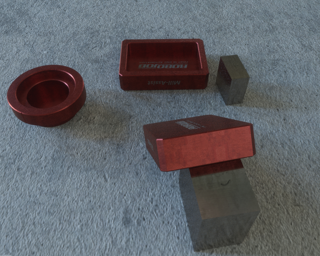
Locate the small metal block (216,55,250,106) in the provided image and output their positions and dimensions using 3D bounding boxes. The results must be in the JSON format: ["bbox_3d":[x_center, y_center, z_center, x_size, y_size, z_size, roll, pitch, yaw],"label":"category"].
[{"bbox_3d":[0.103,-0.069,0.445,0.025,0.050,0.050,-8,51,-7],"label":"small metal block"}]

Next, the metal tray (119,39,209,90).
[{"bbox_3d":[0.005,-0.101,0.484,0.131,0.030,0.090,-1,50,-1],"label":"metal tray"}]

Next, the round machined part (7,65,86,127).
[{"bbox_3d":[-0.150,-0.039,0.424,0.099,0.042,0.098,0,50,0],"label":"round machined part"}]

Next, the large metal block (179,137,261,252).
[{"bbox_3d":[0.053,0.067,0.311,0.050,0.080,0.080,-7,51,-6],"label":"large metal block"}]

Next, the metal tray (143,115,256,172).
[{"bbox_3d":[0.034,0.011,0.339,0.091,0.030,0.130,-9,8,-8],"label":"metal tray"}]
